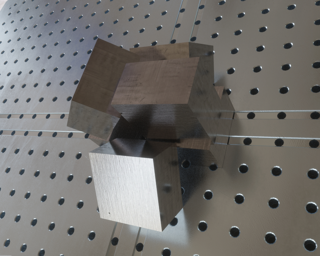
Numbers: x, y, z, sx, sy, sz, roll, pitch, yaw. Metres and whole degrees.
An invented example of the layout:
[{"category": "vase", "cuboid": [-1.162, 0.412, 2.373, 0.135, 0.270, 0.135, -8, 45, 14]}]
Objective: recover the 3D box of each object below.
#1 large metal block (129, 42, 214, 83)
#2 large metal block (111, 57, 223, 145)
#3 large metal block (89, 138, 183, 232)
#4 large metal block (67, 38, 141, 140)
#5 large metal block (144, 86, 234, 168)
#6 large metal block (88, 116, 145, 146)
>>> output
[{"category": "large metal block", "cuboid": [0.018, -0.080, 0.404, 0.080, 0.080, 0.050, 2, 101, 29]}, {"category": "large metal block", "cuboid": [0.011, -0.024, 0.319, 0.080, 0.080, 0.050, 2, 63, 29]}, {"category": "large metal block", "cuboid": [-0.025, 0.059, 0.344, 0.080, 0.050, 0.080, 2, 107, 29]}, {"category": "large metal block", "cuboid": [-0.067, -0.041, 0.359, 0.080, 0.050, 0.080, 136, 152, -63]}, {"category": "large metal block", "cuboid": [0.037, -0.002, 0.374, 0.080, 0.050, 0.080, 3, 63, 29]}, {"category": "large metal block", "cuboid": [-0.036, -0.006, 0.416, 0.080, 0.050, 0.080, 7, 65, 31]}]
